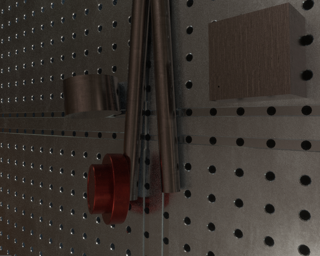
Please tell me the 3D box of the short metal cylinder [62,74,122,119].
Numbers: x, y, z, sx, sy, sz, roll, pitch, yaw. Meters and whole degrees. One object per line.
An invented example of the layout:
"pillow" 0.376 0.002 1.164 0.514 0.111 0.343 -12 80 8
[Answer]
"short metal cylinder" -0.099 -0.044 0.452 0.080 0.081 0.050 -9 84 39

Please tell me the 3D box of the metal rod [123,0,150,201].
"metal rod" -0.034 -0.048 0.435 0.025 0.025 0.298 6 94 39

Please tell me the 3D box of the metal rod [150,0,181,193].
"metal rod" 0.005 -0.068 0.402 0.025 0.025 0.298 -5 87 39

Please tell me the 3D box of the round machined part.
"round machined part" -0.076 0.084 0.431 0.098 0.042 0.097 -177 90 -69

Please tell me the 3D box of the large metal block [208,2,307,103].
"large metal block" 0.097 -0.069 0.312 0.080 0.050 0.079 -1 89 39
